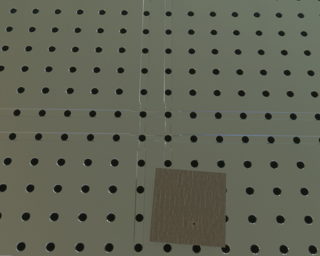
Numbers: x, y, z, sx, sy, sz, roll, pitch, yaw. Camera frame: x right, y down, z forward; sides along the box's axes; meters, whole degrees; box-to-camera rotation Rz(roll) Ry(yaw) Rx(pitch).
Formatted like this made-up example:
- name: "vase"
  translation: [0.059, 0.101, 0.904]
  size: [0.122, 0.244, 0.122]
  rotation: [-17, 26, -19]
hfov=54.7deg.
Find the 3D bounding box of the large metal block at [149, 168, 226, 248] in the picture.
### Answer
- name: "large metal block"
  translation: [0.032, 0.094, 0.364]
  size: [0.081, 0.050, 0.080]
  rotation: [4, 70, 1]
